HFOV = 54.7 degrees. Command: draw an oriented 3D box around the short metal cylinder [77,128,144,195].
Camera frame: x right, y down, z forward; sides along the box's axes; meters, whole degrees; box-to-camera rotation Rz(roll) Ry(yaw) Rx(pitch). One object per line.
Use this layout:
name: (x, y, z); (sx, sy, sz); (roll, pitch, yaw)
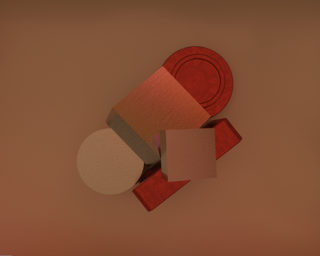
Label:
short metal cylinder: (-0.060, 0.040, 0.396); (0.081, 0.050, 0.079); (0, 90, -1)

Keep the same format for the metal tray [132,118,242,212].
metal tray: (0.030, 0.040, 0.377); (0.130, 0.090, 0.030); (-38, 90, -1)

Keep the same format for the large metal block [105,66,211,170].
large metal block: (-0.003, -0.010, 0.362); (0.080, 0.050, 0.080); (46, 65, 0)

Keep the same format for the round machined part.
round machined part: (0.046, -0.058, 0.402); (0.099, 0.042, 0.097); (0, 90, -1)

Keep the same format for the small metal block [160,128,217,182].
small metal block: (0.028, 0.026, 0.315); (0.050, 0.025, 0.050); (-2, 89, -14)
